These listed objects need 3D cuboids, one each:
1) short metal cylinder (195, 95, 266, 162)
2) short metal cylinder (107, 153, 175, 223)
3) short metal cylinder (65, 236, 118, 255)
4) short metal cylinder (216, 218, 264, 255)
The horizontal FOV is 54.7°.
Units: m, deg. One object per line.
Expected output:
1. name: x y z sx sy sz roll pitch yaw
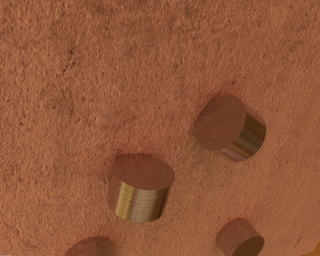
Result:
1. short metal cylinder: 0.096 0.001 0.424 0.050 0.080 0.080 28 103 -38
2. short metal cylinder: -0.025 0.076 0.404 0.081 0.080 0.050 0 119 -28
3. short metal cylinder: -0.100 0.212 0.467 0.081 0.050 0.079 -14 124 -21
4. short metal cylinder: 0.159 0.227 0.618 0.081 0.050 0.079 -14 124 -21
